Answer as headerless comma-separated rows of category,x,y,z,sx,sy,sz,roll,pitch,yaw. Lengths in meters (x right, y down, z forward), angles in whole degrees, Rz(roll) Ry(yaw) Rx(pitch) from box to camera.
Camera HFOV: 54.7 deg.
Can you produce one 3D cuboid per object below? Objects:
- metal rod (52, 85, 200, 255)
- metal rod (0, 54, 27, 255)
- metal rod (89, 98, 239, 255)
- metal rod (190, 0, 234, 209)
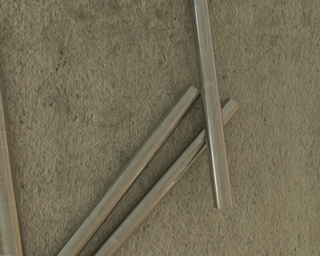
metal rod,-0.044,0.064,0.392,0.025,0.025,0.300,42,77,-15
metal rod,-0.177,0.024,0.343,0.025,0.025,0.298,-7,93,-20
metal rod,0.006,0.073,0.411,0.025,0.025,0.301,46,76,-14
metal rod,0.067,-0.047,0.413,0.025,0.025,0.298,-4,84,-20
